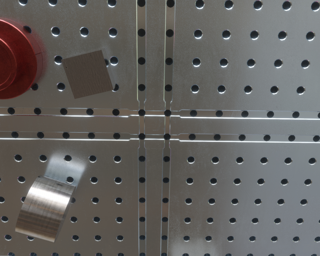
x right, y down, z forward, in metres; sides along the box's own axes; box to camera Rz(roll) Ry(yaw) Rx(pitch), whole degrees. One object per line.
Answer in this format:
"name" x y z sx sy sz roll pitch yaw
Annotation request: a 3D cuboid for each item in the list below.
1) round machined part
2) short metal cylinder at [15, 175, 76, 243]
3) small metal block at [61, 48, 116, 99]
"round machined part" -0.198 -0.081 0.372 0.099 0.042 0.097 0 110 -1
"short metal cylinder" -0.153 0.110 0.422 0.050 0.080 0.079 20 109 -8
"small metal block" -0.088 -0.068 0.387 0.050 0.025 0.050 -13 110 4
